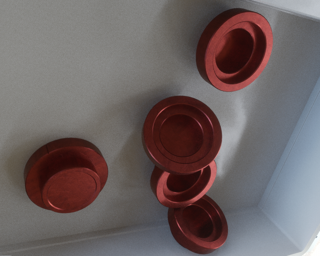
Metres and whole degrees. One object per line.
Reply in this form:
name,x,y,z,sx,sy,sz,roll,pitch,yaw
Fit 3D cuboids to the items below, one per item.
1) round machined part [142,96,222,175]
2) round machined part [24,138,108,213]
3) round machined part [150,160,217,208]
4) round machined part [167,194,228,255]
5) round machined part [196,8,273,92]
round machined part,0.025,0.011,0.396,0.099,0.098,0.042,-21,169,-16
round machined part,-0.111,0.064,0.377,0.099,0.042,0.097,-14,124,-21
round machined part,0.030,0.066,0.455,0.099,0.042,0.097,-14,124,-21
round machined part,0.055,0.151,0.489,0.099,0.098,0.042,8,135,-32
round machined part,0.087,-0.098,0.384,0.099,0.042,0.097,-14,124,-21
